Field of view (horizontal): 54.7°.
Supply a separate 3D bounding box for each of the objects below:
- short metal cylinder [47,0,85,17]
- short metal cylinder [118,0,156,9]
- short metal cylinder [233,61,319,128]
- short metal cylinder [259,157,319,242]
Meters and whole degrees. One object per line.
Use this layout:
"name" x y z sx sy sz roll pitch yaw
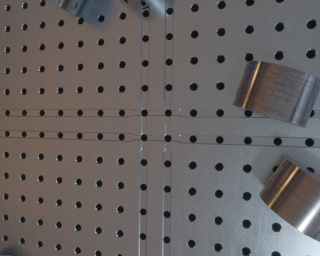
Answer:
"short metal cylinder" -0.144 -0.199 0.432 0.080 0.080 0.050 31 100 17
"short metal cylinder" -0.037 -0.207 0.411 0.080 0.050 0.079 0 90 19
"short metal cylinder" 0.126 -0.037 0.339 0.080 0.080 0.050 20 97 18
"short metal cylinder" 0.155 0.074 0.329 0.080 0.080 0.050 34 101 16
